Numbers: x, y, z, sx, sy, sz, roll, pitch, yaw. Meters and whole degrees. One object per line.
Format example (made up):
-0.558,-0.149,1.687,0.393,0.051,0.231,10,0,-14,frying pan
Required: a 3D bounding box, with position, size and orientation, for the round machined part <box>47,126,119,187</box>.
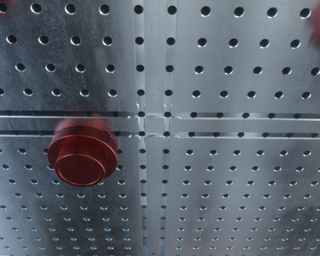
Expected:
-0.110,0.047,0.439,0.099,0.042,0.097,-1,130,0,round machined part
